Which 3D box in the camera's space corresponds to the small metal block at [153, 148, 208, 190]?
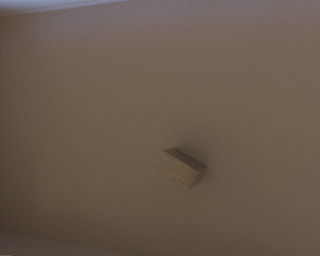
[{"bbox_3d":[0.027,0.049,0.388,0.050,0.050,0.025,29,100,17],"label":"small metal block"}]
